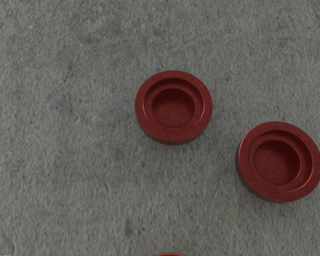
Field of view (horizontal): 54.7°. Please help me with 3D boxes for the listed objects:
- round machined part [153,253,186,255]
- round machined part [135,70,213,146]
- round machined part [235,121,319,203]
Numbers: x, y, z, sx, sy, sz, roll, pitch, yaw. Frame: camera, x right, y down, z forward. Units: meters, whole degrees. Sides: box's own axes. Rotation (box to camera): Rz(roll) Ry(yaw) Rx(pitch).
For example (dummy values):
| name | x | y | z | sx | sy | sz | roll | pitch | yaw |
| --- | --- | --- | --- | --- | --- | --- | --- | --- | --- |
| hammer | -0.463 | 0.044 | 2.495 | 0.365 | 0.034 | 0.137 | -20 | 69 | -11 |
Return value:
| name | x | y | z | sx | sy | sz | roll | pitch | yaw |
| --- | --- | --- | --- | --- | --- | --- | --- | --- | --- |
| round machined part | 0.010 | 0.186 | 0.331 | 0.099 | 0.042 | 0.098 | 0 | 70 | -1 |
| round machined part | 0.017 | -0.023 | 0.408 | 0.099 | 0.042 | 0.098 | 0 | 70 | -1 |
| round machined part | 0.142 | 0.044 | 0.385 | 0.099 | 0.042 | 0.098 | 0 | 70 | -1 |
